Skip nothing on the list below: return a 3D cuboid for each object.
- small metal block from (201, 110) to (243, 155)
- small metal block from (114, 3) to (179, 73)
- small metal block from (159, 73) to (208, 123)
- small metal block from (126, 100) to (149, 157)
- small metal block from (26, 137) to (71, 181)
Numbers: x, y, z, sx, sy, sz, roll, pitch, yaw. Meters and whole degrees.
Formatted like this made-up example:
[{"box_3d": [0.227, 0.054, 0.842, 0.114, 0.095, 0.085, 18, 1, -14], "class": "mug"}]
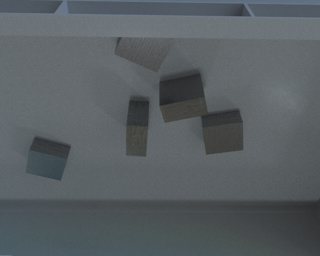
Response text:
[{"box_3d": [0.084, 0.007, 0.415, 0.050, 0.025, 0.050, -8, 130, 6], "class": "small metal block"}, {"box_3d": [-0.014, -0.094, 0.328, 0.050, 0.025, 0.050, 21, 127, -17], "class": "small metal block"}, {"box_3d": [0.027, -0.036, 0.362, 0.050, 0.050, 0.025, -11, 129, 9], "class": "small metal block"}, {"box_3d": [-0.028, 0.000, 0.393, 0.025, 0.050, 0.050, 3, 130, -3], "class": "small metal block"}, {"box_3d": [-0.161, 0.046, 0.446, 0.050, 0.025, 0.050, 16, 128, -14], "class": "small metal block"}]
